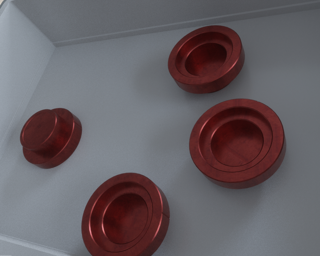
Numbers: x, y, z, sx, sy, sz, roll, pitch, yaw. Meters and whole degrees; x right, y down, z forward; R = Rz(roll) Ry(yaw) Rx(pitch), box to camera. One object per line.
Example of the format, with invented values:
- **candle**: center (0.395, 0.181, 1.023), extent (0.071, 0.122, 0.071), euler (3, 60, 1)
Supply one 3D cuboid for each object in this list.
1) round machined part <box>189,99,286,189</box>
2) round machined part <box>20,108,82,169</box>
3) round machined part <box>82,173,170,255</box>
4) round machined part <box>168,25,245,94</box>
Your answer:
- **round machined part**: center (0.085, 0.020, 0.337), extent (0.098, 0.042, 0.098), euler (-13, 56, 20)
- **round machined part**: center (-0.174, 0.010, 0.478), extent (0.098, 0.042, 0.098), euler (-13, 56, 20)
- **round machined part**: center (-0.034, 0.103, 0.346), extent (0.098, 0.042, 0.098), euler (-13, 54, 19)
- **round machined part**: center (0.064, -0.085, 0.413), extent (0.098, 0.042, 0.098), euler (-13, 56, 20)
